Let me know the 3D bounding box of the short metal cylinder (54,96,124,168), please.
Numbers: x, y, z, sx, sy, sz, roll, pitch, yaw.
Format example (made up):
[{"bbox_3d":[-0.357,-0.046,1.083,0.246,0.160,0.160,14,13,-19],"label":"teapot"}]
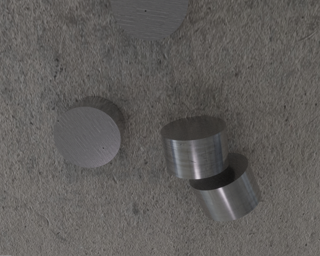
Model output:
[{"bbox_3d":[-0.088,0.004,0.397,0.081,0.050,0.079,0,110,0],"label":"short metal cylinder"}]

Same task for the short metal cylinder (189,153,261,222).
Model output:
[{"bbox_3d":[0.086,0.076,0.409,0.080,0.080,0.050,-24,109,8],"label":"short metal cylinder"}]

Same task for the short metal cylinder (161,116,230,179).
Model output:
[{"bbox_3d":[0.044,0.022,0.389,0.080,0.080,0.050,-8,110,3],"label":"short metal cylinder"}]

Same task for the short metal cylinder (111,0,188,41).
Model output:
[{"bbox_3d":[-0.011,-0.140,0.344,0.081,0.050,0.079,0,110,0],"label":"short metal cylinder"}]
